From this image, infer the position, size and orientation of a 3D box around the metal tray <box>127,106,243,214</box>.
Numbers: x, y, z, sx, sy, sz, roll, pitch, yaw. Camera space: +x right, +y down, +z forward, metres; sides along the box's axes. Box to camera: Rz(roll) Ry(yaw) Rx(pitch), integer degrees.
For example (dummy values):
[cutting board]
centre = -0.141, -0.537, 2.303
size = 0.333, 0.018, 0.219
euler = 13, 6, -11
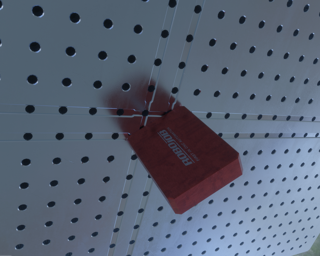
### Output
[metal tray]
centre = 0.025, 0.031, 0.377
size = 0.090, 0.130, 0.030
euler = -31, 129, -9
